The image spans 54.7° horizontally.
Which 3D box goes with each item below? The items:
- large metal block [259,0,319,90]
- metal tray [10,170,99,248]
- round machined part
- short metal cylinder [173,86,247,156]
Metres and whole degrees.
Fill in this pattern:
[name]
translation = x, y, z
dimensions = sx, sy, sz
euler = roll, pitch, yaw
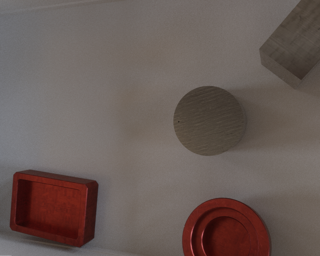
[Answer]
[large metal block]
translation = 0.154, -0.092, 0.327
dimensions = 0.050, 0.080, 0.080
euler = 43, 103, 14
[metal tray]
translation = -0.159, 0.116, 0.462
dimensions = 0.130, 0.030, 0.089
euler = 6, 92, 19
[round machined part]
translation = 0.079, 0.133, 0.363
dimensions = 0.098, 0.042, 0.098
euler = -8, 69, 23
[short metal cylinder]
translation = 0.062, -0.008, 0.375
dimensions = 0.080, 0.050, 0.079
euler = 0, 90, 19
